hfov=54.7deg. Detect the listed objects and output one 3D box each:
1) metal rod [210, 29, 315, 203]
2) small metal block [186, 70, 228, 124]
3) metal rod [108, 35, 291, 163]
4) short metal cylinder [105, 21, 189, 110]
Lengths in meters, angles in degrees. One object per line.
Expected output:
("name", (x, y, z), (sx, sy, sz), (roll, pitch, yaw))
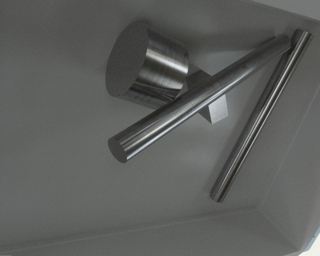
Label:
("metal rod", (0.153, -0.007, 0.490), (0.025, 0.025, 0.298), (10, 114, -33))
("small metal block", (0.061, -0.041, 0.402), (0.025, 0.050, 0.050), (-27, 128, -12))
("metal rod", (0.068, -0.050, 0.349), (0.302, 0.025, 0.025), (-34, 133, -34))
("short metal cylinder", (-0.016, -0.064, 0.326), (0.050, 0.080, 0.080), (16, 110, -35))
